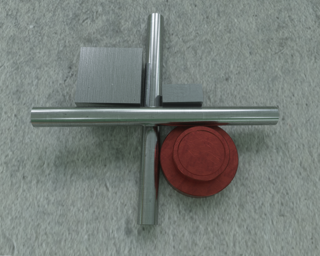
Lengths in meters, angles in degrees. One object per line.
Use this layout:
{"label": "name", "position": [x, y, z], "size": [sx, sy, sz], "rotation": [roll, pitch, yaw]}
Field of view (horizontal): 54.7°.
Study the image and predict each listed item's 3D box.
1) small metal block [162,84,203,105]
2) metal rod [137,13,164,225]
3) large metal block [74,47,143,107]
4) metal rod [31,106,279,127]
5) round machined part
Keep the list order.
{"label": "small metal block", "position": [0.028, -0.036, 0.410], "size": [0.050, 0.050, 0.025], "rotation": [-1, 70, -1]}
{"label": "metal rod", "position": [-0.011, -0.025, 0.418], "size": [0.025, 0.025, 0.299], "rotation": [2, 70, 0]}
{"label": "large metal block", "position": [-0.064, -0.060, 0.416], "size": [0.081, 0.050, 0.080], "rotation": [1, 70, 0]}
{"label": "metal rod", "position": [-0.002, -0.015, 0.388], "size": [0.302, 0.025, 0.025], "rotation": [-1, 70, -5]}
{"label": "round machined part", "position": [0.049, 0.036, 0.387], "size": [0.099, 0.042, 0.098], "rotation": [0, 70, -1]}
